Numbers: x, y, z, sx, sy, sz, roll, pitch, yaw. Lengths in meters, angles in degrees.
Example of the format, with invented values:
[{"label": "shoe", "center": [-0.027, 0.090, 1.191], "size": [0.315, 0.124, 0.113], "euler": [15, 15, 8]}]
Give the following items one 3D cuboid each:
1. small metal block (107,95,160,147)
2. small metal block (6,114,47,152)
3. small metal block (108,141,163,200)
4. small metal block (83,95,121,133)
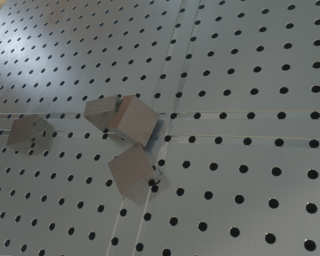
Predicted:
[{"label": "small metal block", "center": [-0.034, -0.009, 0.413], "size": [0.025, 0.050, 0.050], "euler": [0, 60, 50]}, {"label": "small metal block", "center": [-0.225, 0.008, 0.523], "size": [0.050, 0.025, 0.050], "euler": [-13, 56, 21]}, {"label": "small metal block", "center": [-0.032, 0.054, 0.393], "size": [0.050, 0.025, 0.050], "euler": [-35, 51, 5]}, {"label": "small metal block", "center": [-0.072, -0.019, 0.442], "size": [0.050, 0.050, 0.025], "euler": [-10, 58, 23]}]
